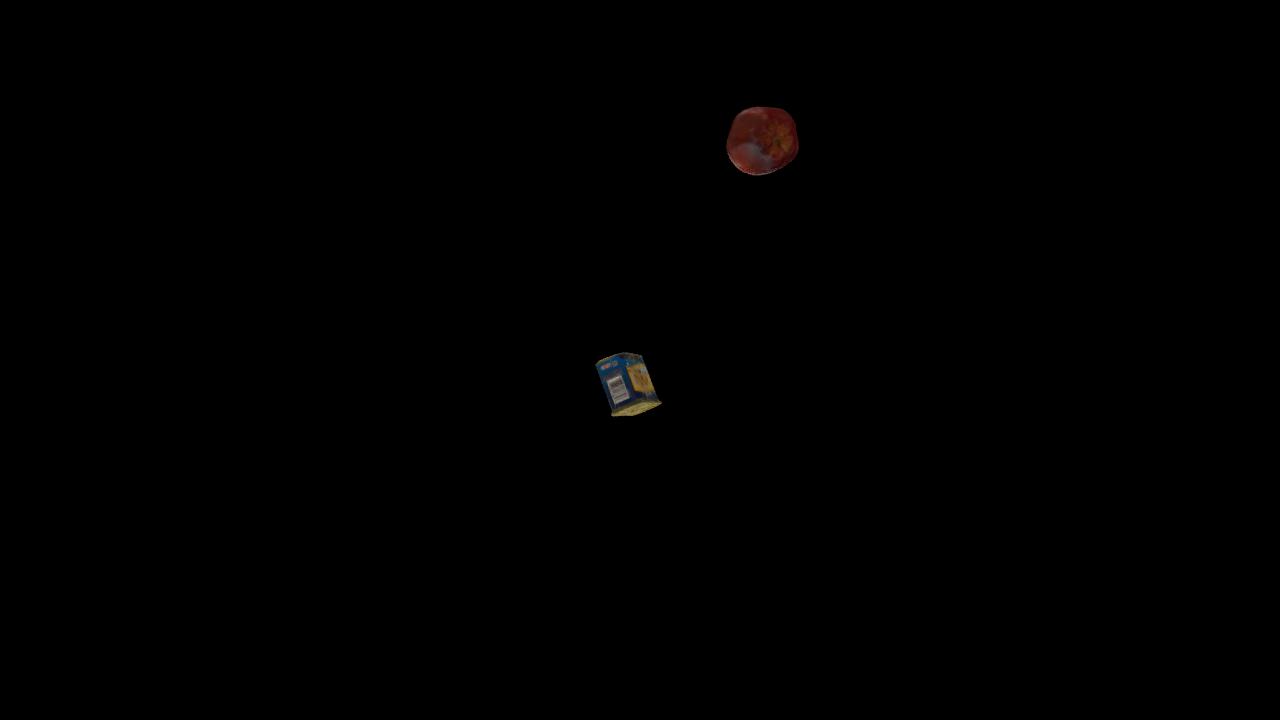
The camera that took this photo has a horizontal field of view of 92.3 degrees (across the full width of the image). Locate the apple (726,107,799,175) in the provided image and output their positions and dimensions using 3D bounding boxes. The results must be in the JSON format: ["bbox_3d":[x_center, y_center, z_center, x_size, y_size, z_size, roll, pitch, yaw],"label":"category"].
[{"bbox_3d":[0.140,-0.247,0.696,0.079,0.079,0.093,0,16,-14],"label":"apple"}]

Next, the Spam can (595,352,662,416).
[{"bbox_3d":[-0.018,0.038,0.950,0.058,0.085,0.101,-25,-13,19],"label":"Spam can"}]
